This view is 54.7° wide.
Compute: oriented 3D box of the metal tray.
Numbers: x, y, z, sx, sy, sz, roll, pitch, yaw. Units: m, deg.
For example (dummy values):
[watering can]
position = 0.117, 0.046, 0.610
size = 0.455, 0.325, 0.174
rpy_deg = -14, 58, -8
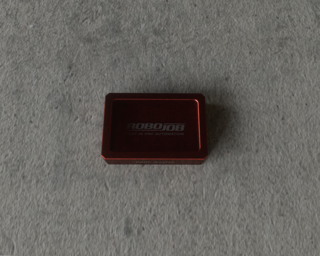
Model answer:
[metal tray]
position = -0.006, 0.001, 0.404
size = 0.131, 0.030, 0.090
rpy_deg = 0, 70, -1
